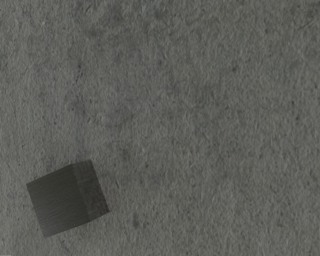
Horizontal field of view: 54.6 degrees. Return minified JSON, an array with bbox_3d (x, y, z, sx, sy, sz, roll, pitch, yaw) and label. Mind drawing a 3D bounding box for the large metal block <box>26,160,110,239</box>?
[{"bbox_3d":[-0.131,0.100,0.443,0.080,0.050,0.080,-24,82,18],"label":"large metal block"}]
